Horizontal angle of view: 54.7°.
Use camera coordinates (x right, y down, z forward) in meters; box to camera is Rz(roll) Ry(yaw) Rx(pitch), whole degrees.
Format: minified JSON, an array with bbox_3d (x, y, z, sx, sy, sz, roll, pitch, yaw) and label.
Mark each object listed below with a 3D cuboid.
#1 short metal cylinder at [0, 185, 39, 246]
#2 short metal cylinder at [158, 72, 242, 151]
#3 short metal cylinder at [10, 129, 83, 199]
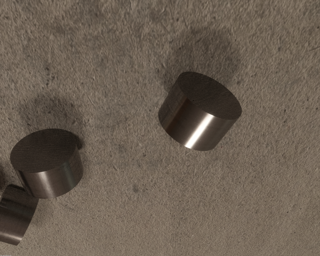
[{"bbox_3d":[-0.232,0.136,0.483,0.050,0.080,0.080,27,125,-21],"label":"short metal cylinder"},{"bbox_3d":[0.045,-0.020,0.355,0.081,0.080,0.050,19,127,-16],"label":"short metal cylinder"},{"bbox_3d":[-0.146,0.045,0.408,0.081,0.080,0.050,-2,130,1],"label":"short metal cylinder"}]
